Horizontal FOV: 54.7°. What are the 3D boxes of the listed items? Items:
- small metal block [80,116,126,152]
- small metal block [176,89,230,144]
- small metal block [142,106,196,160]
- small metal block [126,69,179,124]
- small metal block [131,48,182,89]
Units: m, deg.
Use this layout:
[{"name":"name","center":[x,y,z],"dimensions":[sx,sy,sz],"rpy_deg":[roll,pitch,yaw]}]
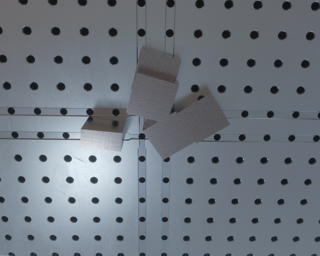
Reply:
[{"name":"small metal block","center":[-0.072,0.007,0.402],"dimensions":[0.050,0.050,0.025],"rpy_deg":[6,110,-3]},{"name":"small metal block","center":[0.056,-0.016,0.408],"dimensions":[0.050,0.025,0.050],"rpy_deg":[-31,108,10]},{"name":"small metal block","center":[0.012,0.007,0.416],"dimensions":[0.050,0.025,0.050],"rpy_deg":[-31,108,10]},{"name":"small metal block","center":[-0.009,-0.038,0.373],"dimensions":[0.050,0.025,0.050],"rpy_deg":[16,109,-6]},{"name":"small metal block","center":[-0.005,-0.069,0.388],"dimensions":[0.050,0.025,0.050],"rpy_deg":[14,109,-6]}]
